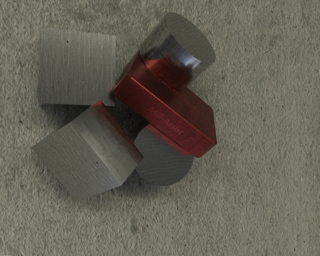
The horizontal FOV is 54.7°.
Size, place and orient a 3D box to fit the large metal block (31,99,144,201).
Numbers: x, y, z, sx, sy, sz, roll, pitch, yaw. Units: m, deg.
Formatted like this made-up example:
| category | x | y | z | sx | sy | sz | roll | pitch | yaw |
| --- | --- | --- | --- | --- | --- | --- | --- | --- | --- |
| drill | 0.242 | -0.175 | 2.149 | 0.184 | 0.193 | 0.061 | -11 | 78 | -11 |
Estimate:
| category | x | y | z | sx | sy | sz | roll | pitch | yaw |
| --- | --- | --- | --- | --- | --- | --- | --- | --- | --- |
| large metal block | -0.080 | 0.027 | 0.344 | 0.080 | 0.080 | 0.050 | 55 | 38 | -12 |

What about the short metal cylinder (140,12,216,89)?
| category | x | y | z | sx | sy | sz | roll | pitch | yaw |
| --- | --- | --- | --- | --- | --- | --- | --- | --- | --- |
| short metal cylinder | 0.022 | -0.095 | 0.384 | 0.080 | 0.050 | 0.080 | 28 | 41 | -27 |

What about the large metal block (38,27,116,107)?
| category | x | y | z | sx | sy | sz | roll | pitch | yaw |
| --- | --- | --- | --- | --- | --- | --- | --- | --- | --- |
| large metal block | -0.097 | -0.065 | 0.359 | 0.081 | 0.050 | 0.080 | 1 | 90 | -20 |

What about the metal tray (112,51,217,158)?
| category | x | y | z | sx | sy | sz | roll | pitch | yaw |
| --- | --- | --- | --- | --- | --- | --- | --- | --- | --- |
| metal tray | 0.011 | -0.031 | 0.381 | 0.130 | 0.090 | 0.030 | 37 | 118 | -16 |

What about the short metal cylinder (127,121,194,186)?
| category | x | y | z | sx | sy | sz | roll | pitch | yaw |
| --- | --- | --- | --- | --- | --- | --- | --- | --- | --- |
| short metal cylinder | -0.003 | 0.030 | 0.397 | 0.081 | 0.050 | 0.080 | 0 | 90 | -20 |
